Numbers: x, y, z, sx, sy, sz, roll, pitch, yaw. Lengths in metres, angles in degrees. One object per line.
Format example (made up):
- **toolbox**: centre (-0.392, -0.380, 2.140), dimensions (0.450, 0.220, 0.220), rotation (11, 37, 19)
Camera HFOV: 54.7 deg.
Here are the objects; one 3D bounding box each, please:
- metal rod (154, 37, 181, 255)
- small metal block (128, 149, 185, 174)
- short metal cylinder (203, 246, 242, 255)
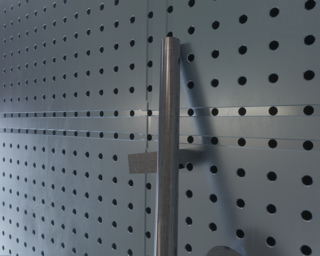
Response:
- **metal rod**: centre (0.009, 0.032, 0.356), dimensions (0.025, 0.025, 0.299), rotation (-12, 68, 39)
- **small metal block**: centre (-0.005, 0.043, 0.397), dimensions (0.050, 0.050, 0.025), rotation (-10, 84, 39)
- **short metal cylinder**: centre (0.065, 0.172, 0.320), dimensions (0.080, 0.081, 0.050), rotation (52, 120, 27)
